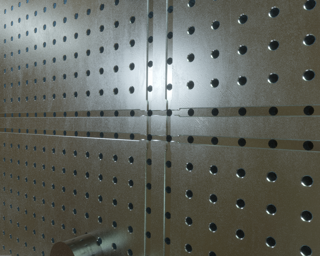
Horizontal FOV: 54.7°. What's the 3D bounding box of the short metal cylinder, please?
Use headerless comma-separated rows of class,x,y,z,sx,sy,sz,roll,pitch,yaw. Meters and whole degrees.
short metal cylinder,-0.136,0.219,0.505,0.080,0.050,0.079,0,90,40
